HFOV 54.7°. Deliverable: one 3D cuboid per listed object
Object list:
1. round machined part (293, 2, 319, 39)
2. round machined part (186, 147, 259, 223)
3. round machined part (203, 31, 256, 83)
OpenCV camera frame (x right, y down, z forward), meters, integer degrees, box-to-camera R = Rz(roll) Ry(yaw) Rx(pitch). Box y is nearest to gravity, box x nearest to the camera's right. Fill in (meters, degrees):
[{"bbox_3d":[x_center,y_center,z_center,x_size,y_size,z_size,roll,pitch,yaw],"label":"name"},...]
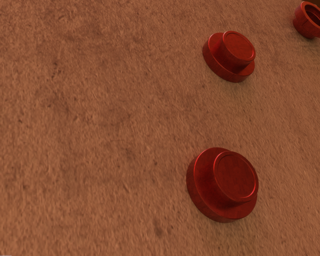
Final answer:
[{"bbox_3d":[0.363,-0.254,0.748,0.099,0.042,0.098,14,56,-21],"label":"round machined part"},{"bbox_3d":[0.087,0.069,0.400,0.099,0.042,0.098,14,56,-21],"label":"round machined part"},{"bbox_3d":[0.128,-0.131,0.545,0.099,0.042,0.098,14,56,-21],"label":"round machined part"}]
